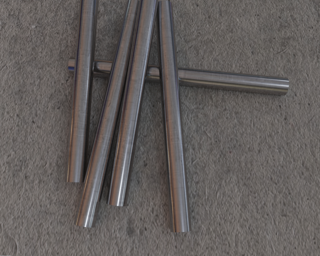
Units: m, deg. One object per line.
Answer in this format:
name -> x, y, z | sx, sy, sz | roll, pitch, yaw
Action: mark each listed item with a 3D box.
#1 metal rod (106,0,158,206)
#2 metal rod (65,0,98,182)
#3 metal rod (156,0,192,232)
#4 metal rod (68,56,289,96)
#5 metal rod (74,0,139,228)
metal rod -> -0.031, -0.054, 0.396 | 0.025, 0.025, 0.299 | 8, 82, 3
metal rod -> -0.101, -0.079, 0.411 | 0.025, 0.025, 0.299 | 1, 79, 0
metal rod -> 0.015, -0.024, 0.397 | 0.025, 0.025, 0.299 | -4, 77, -1
metal rod -> 0.024, -0.073, 0.434 | 0.302, 0.025, 0.025 | 6, 70, 2
metal rod -> -0.062, -0.028, 0.398 | 0.025, 0.025, 0.299 | 10, 77, 3
